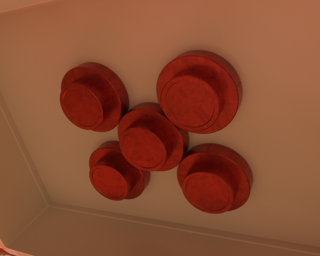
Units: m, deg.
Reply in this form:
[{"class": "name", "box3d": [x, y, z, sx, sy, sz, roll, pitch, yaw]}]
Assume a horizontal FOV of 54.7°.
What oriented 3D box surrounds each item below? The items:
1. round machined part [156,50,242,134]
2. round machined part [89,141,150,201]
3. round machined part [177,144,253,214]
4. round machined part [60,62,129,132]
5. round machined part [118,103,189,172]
[{"class": "round machined part", "box3d": [0.040, -0.035, 0.352, 0.098, 0.042, 0.097, 13, 124, 20]}, {"class": "round machined part", "box3d": [-0.068, 0.072, 0.475, 0.098, 0.042, 0.097, 13, 124, 20]}, {"class": "round machined part", "box3d": [0.067, 0.072, 0.404, 0.098, 0.042, 0.097, 13, 124, 20]}, {"class": "round machined part", "box3d": [-0.096, -0.036, 0.422, 0.098, 0.042, 0.097, 13, 124, 20]}, {"class": "round machined part", "box3d": [-0.014, 0.019, 0.413, 0.098, 0.042, 0.097, 13, 124, 20]}]
